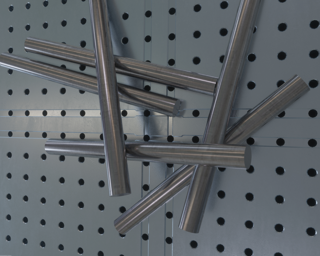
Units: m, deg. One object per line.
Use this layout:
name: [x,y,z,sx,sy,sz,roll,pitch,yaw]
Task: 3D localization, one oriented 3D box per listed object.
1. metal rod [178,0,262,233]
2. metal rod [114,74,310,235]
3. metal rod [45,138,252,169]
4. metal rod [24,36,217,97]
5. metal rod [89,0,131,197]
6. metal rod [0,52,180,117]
metal rod: [0.074,-0.026,0.366,0.025,0.025,0.299,15,87,19]
metal rod: [0.054,0.043,0.393,0.299,0.025,0.025,-41,77,15]
metal rod: [-0.038,0.029,0.393,0.300,0.025,0.025,0,90,32]
metal rod: [-0.066,-0.091,0.436,0.301,0.025,0.025,16,96,19]
metal rod: [-0.069,-0.063,0.401,0.025,0.025,0.299,-16,71,19]
metal rod: [-0.114,-0.068,0.453,0.301,0.025,0.025,17,96,19]
